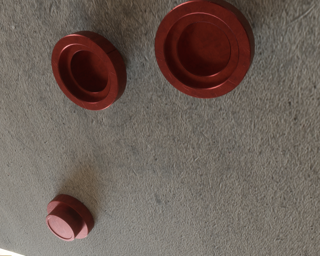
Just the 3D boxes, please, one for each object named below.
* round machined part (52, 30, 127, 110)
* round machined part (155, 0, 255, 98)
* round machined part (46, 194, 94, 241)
[{"bbox_3d":[-0.084,-0.075,0.394,0.098,0.042,0.097,13,124,21],"label":"round machined part"},{"bbox_3d":[0.048,-0.083,0.319,0.098,0.042,0.097,13,124,21],"label":"round machined part"},{"bbox_3d":[-0.182,0.181,0.604,0.098,0.042,0.097,13,124,21],"label":"round machined part"}]
